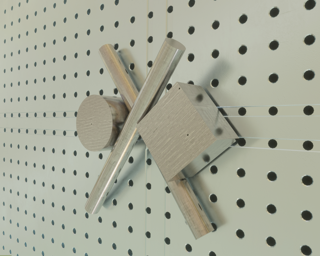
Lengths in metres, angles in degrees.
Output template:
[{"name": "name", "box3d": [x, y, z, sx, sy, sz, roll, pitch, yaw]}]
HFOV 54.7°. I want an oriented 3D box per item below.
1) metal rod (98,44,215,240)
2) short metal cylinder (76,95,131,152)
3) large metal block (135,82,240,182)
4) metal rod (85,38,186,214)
[{"name": "metal rod", "box3d": [-0.015, 0.003, 0.416, 0.025, 0.025, 0.299, -43, 64, 31]}, {"name": "short metal cylinder", "box3d": [-0.077, -0.007, 0.452, 0.080, 0.050, 0.079, 0, 90, 40]}, {"name": "large metal block", "box3d": [0.029, 0.005, 0.363, 0.080, 0.050, 0.080, -46, 63, 30]}, {"name": "metal rod", "box3d": [-0.046, 0.018, 0.415, 0.025, 0.025, 0.298, 50, 128, 28]}]
